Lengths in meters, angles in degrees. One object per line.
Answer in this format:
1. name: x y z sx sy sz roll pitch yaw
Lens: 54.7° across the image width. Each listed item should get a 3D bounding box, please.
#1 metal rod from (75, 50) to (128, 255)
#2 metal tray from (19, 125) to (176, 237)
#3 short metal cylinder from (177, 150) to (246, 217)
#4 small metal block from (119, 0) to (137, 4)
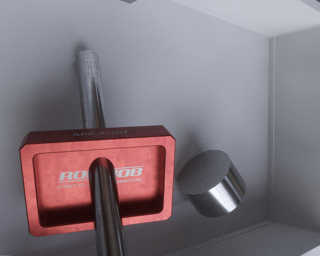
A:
1. metal rod: -0.051 0.056 0.284 0.025 0.025 0.299 9 59 -40
2. metal tray: -0.054 0.047 0.288 0.131 0.030 0.089 -3 109 -15
3. short metal cylinder: 0.072 0.077 0.434 0.080 0.080 0.050 -51 121 -28
4. small metal block: -0.040 -0.170 0.358 0.050 0.050 0.025 1 90 -40
